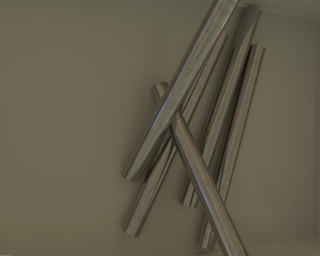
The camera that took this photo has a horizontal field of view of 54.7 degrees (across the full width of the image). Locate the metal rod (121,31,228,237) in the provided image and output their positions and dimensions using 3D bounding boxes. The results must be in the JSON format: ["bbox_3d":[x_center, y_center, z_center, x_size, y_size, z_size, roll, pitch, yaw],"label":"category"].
[{"bbox_3d":[0.024,0.000,0.419,0.025,0.025,0.299,28,81,-18],"label":"metal rod"}]

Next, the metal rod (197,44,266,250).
[{"bbox_3d":[0.104,0.023,0.448,0.025,0.025,0.299,18,84,-19],"label":"metal rod"}]

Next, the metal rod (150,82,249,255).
[{"bbox_3d":[0.055,0.075,0.362,0.025,0.025,0.299,-16,69,-19],"label":"metal rod"}]

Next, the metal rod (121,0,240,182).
[{"bbox_3d":[0.031,-0.063,0.357,0.025,0.025,0.298,23,107,-19],"label":"metal rod"}]

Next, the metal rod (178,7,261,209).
[{"bbox_3d":[0.088,-0.034,0.442,0.025,0.025,0.299,22,83,-19],"label":"metal rod"}]
